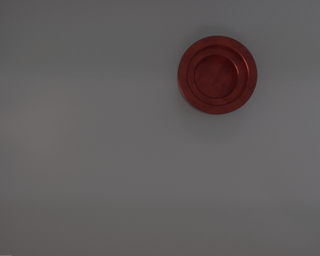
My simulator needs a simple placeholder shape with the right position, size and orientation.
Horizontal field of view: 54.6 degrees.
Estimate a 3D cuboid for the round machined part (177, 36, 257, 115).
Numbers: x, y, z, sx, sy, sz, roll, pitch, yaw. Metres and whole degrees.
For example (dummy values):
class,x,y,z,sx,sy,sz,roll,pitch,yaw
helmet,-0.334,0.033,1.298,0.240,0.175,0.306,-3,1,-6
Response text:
class,x,y,z,sx,sy,sz,roll,pitch,yaw
round machined part,0.071,-0.066,0.403,0.099,0.042,0.097,0,90,0
